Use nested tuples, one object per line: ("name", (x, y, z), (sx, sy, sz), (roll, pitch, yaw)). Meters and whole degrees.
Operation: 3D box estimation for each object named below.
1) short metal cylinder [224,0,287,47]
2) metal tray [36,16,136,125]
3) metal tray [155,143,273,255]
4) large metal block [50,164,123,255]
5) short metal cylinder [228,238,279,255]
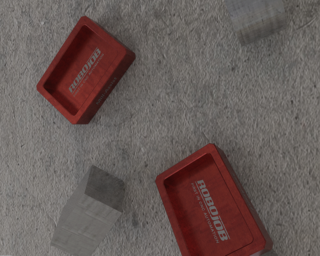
("short metal cylinder", (0.102, -0.138, 0.344), (0.050, 0.080, 0.080), (-20, 84, 19))
("metal tray", (-0.108, -0.080, 0.444), (0.090, 0.030, 0.130), (41, 103, 15))
("metal tray", (0.056, 0.094, 0.358), (0.090, 0.030, 0.130), (-34, 54, 16))
("large metal block", (-0.092, 0.107, 0.404), (0.050, 0.080, 0.080), (32, 102, -14))
("short metal cylinder", (0.103, 0.176, 0.359), (0.080, 0.050, 0.079), (0, 90, 20))
